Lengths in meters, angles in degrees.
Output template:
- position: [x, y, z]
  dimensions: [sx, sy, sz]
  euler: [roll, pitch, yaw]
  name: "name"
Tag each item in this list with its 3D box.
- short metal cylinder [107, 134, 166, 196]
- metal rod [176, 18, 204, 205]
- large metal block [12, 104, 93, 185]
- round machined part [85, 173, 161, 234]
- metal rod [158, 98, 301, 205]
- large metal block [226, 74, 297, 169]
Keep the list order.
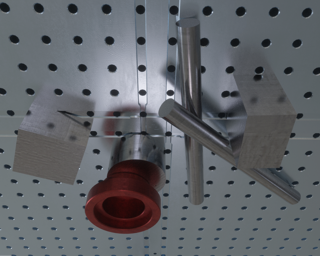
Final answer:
- position: [-0.032, 0.054, 0.441]
  dimensions: [0.081, 0.050, 0.079]
  euler: [0, 130, 0]
  name: "short metal cylinder"
- position: [0.044, 0.004, 0.415]
  dimensions: [0.025, 0.025, 0.298]
  euler: [-5, 130, 4]
  name: "metal rod"
- position: [-0.143, 0.024, 0.414]
  dimensions: [0.081, 0.050, 0.079]
  euler: [17, 128, -14]
  name: "large metal block"
- position: [-0.048, 0.098, 0.418]
  dimensions: [0.099, 0.042, 0.097]
  euler: [0, 130, 0]
  name: "round machined part"
- position: [0.114, 0.046, 0.431]
  dimensions: [0.301, 0.025, 0.025]
  euler: [33, 123, -33]
  name: "metal rod"
- position: [0.115, -0.009, 0.370]
  dimensions: [0.050, 0.080, 0.079]
  euler: [-1, 130, 1]
  name: "large metal block"
